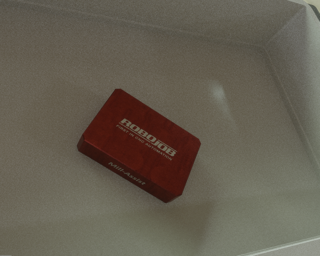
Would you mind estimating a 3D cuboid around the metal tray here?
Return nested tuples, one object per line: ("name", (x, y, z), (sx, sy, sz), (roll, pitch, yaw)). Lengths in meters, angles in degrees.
("metal tray", (-0.021, 0.020, 0.380), (0.130, 0.030, 0.090), (33, 51, -7))
